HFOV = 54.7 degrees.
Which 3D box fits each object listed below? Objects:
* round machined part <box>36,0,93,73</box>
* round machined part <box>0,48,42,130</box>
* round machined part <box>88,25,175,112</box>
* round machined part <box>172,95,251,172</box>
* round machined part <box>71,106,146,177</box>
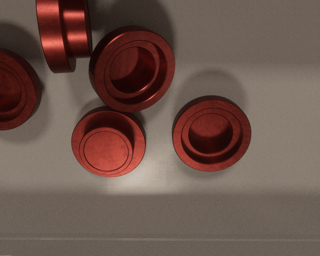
[{"bbox_3d":[-0.097,-0.109,0.332,0.042,0.098,0.097,-5,110,-7],"label":"round machined part"},{"bbox_3d":[-0.195,-0.050,0.381,0.099,0.042,0.097,0,110,-1],"label":"round machined part"},{"bbox_3d":[-0.035,-0.071,0.361,0.099,0.042,0.097,-16,127,-23],"label":"round machined part"},{"bbox_3d":[0.065,0.004,0.405,0.099,0.042,0.097,0,110,-1],"label":"round machined part"},{"bbox_3d":[-0.068,0.023,0.410,0.099,0.042,0.097,0,110,-1],"label":"round machined part"}]
